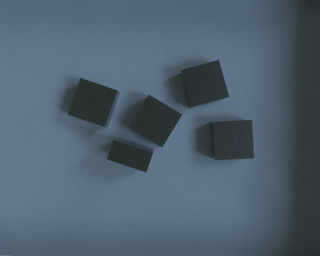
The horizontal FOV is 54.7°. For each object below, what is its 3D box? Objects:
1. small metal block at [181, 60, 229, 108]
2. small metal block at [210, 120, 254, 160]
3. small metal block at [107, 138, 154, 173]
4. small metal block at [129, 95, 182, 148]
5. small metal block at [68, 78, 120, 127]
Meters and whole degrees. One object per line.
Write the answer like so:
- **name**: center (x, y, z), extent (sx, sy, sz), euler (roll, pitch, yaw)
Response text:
- **small metal block**: center (0.058, -0.058, 0.412), extent (0.050, 0.025, 0.050), euler (-16, 90, 0)
- **small metal block**: center (0.095, 0.015, 0.412), extent (0.050, 0.025, 0.050), euler (-3, 90, 0)
- **small metal block**: center (-0.036, 0.034, 0.398), extent (0.050, 0.050, 0.025), euler (18, 90, 0)
- **small metal block**: center (-0.006, -0.009, 0.411), extent (0.050, 0.025, 0.050), euler (31, 90, 0)
- **small metal block**: center (-0.087, -0.033, 0.411), extent (0.050, 0.025, 0.050), euler (19, 90, 0)
